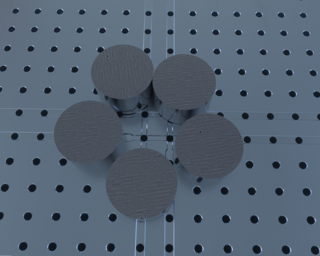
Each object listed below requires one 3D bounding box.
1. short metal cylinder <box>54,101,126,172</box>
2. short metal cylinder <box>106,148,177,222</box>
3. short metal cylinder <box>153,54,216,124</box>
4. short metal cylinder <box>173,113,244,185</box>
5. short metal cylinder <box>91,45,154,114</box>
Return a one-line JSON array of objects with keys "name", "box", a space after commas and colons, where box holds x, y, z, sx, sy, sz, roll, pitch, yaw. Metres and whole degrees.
[{"name": "short metal cylinder", "box": [-0.086, 0.012, 0.393, 0.081, 0.050, 0.080, 0, 70, 0]}, {"name": "short metal cylinder", "box": [-0.020, 0.069, 0.371, 0.080, 0.050, 0.080, 0, 70, 0]}, {"name": "short metal cylinder", "box": [0.031, -0.051, 0.416, 0.081, 0.050, 0.080, 0, 70, 0]}, {"name": "short metal cylinder", "box": [0.058, 0.028, 0.388, 0.081, 0.050, 0.080, 0, 71, 0]}, {"name": "short metal cylinder", "box": [-0.048, -0.065, 0.421, 0.081, 0.050, 0.080, 0, 70, 0]}]
